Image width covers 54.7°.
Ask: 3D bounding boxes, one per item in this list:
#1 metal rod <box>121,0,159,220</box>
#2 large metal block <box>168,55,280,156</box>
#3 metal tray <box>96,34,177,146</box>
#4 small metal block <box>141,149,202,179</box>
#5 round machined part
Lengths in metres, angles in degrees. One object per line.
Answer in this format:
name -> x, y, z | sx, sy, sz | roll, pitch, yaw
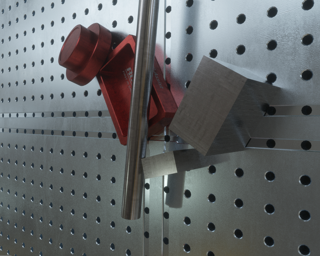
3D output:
metal rod -> -0.024, -0.034, 0.387 | 0.025, 0.025, 0.298 | 9, 96, 39
large metal block -> 0.067, -0.021, 0.317 | 0.050, 0.081, 0.079 | 38, 113, 33
metal tray -> -0.037, -0.051, 0.433 | 0.090, 0.030, 0.130 | -34, 69, 34
small metal block -> 0.014, 0.043, 0.380 | 0.050, 0.050, 0.025 | -18, 79, 38
round machined part -> -0.119, -0.117, 0.471 | 0.098, 0.042, 0.098 | -29, 49, 40
